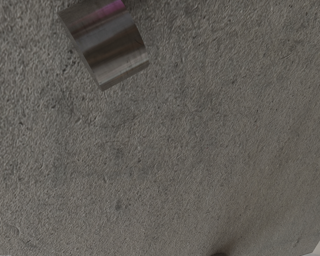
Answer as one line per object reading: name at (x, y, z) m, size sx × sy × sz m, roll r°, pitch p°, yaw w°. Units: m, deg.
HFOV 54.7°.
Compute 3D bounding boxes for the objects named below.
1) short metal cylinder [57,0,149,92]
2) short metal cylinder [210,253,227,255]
short metal cylinder at (-0.053, -0.081, 0.292) m, size 0.050 × 0.080 × 0.080 m, roll -31°, pitch 129°, yaw -9°
short metal cylinder at (0.122, 0.310, 0.649) m, size 0.081 × 0.050 × 0.079 m, roll -14°, pitch 124°, yaw -21°
